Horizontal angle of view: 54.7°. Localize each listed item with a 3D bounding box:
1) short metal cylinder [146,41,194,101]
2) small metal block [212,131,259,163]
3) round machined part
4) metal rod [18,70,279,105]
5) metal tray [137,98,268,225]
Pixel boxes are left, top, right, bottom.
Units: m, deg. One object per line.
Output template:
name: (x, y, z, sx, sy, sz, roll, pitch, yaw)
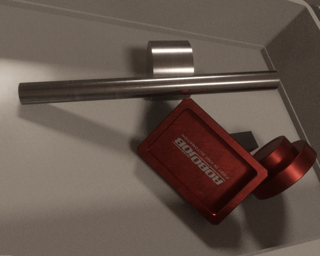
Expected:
short metal cylinder: (0.011, -0.077, 0.417, 0.050, 0.080, 0.080, -3, 62, -8)
small metal block: (0.097, 0.029, 0.426, 0.050, 0.050, 0.025, -6, 65, -31)
round machined part: (0.153, 0.047, 0.414, 0.042, 0.097, 0.099, 49, 51, 4)
metal rod: (-0.006, -0.049, 0.368, 0.302, 0.025, 0.025, -4, 62, -8)
metal tray: (0.049, 0.038, 0.371, 0.130, 0.030, 0.090, 44, 95, 2)
